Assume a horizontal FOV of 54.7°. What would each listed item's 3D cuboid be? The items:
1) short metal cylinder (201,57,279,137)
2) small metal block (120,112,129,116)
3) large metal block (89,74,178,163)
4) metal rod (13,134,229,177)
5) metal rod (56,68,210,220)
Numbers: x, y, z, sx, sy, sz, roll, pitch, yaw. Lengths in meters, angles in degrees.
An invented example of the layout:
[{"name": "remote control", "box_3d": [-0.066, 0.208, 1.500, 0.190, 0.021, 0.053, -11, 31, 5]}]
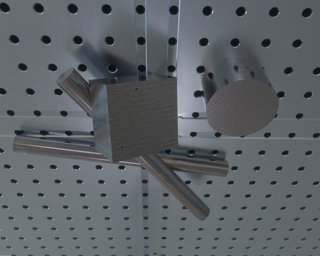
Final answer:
[{"name": "short metal cylinder", "box_3d": [0.092, -0.036, 0.366, 0.081, 0.050, 0.079, 0, 130, 0]}, {"name": "small metal block", "box_3d": [-0.037, -0.001, 0.411, 0.050, 0.025, 0.050, 26, 125, -21]}, {"name": "large metal block", "box_3d": [-0.028, -0.015, 0.343, 0.081, 0.050, 0.079, -11, 109, -30]}, {"name": "metal rod", "box_3d": [-0.050, 0.041, 0.446, 0.302, 0.025, 0.025, 8, 130, -7]}, {"name": "metal rod", "box_3d": [-0.017, 0.039, 0.410, 0.025, 0.025, 0.300, -28, 125, 21]}]
